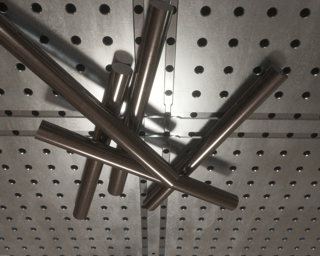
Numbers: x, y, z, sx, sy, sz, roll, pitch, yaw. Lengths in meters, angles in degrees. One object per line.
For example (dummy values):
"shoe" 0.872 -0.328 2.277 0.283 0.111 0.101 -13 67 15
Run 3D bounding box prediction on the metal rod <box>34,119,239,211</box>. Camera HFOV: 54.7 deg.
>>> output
"metal rod" -0.017 0.058 0.426 0.302 0.025 0.025 24 126 -20

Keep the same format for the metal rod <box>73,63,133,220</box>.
"metal rod" -0.090 0.040 0.444 0.025 0.025 0.298 14 129 -12

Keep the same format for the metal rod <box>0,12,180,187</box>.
"metal rod" -0.085 -0.028 0.358 0.025 0.025 0.300 -36 114 26

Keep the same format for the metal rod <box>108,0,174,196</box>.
"metal rod" -0.035 -0.012 0.401 0.025 0.025 0.298 11 129 -10

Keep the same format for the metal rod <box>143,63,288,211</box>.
"metal rod" 0.060 0.031 0.439 0.025 0.025 0.298 25 126 -20
